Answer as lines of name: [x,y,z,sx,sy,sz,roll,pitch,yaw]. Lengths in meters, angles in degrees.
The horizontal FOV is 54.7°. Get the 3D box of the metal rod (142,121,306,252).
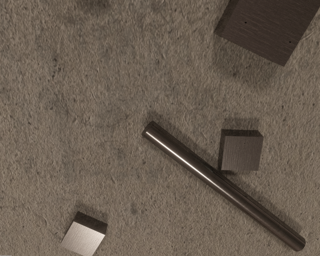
metal rod: [0.099,0.090,0.444,0.301,0.025,0.025,38,106,-13]

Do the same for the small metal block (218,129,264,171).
small metal block: [0.109,0.030,0.422,0.050,0.025,0.050,2,110,-1]

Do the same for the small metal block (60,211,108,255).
small metal block: [-0.115,0.161,0.468,0.050,0.025,0.050,28,107,-10]

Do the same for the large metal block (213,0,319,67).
large metal block: [0.119,-0.126,0.352,0.080,0.050,0.079,23,108,-9]
